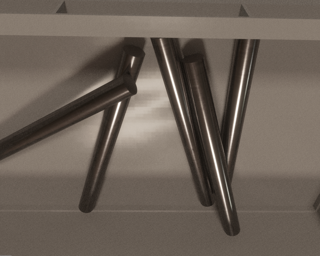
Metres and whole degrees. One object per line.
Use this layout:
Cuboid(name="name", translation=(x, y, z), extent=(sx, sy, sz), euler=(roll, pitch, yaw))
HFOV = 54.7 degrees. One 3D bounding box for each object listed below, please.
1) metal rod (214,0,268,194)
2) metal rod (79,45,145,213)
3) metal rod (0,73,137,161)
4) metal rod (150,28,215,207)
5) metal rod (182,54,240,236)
Cuboid(name="metal rod", translation=(0.096, -0.010, 0.401), extent=(0.025, 0.025, 0.298), euler=(-1, 130, 0))
Cuboid(name="metal rod", translation=(-0.076, 0.024, 0.428), extent=(0.025, 0.025, 0.298), euler=(14, 129, -12))
Cuboid(name="metal rod", translation=(-0.158, 0.006, 0.394), extent=(0.300, 0.025, 0.025), euler=(-23, 127, 24))
Cuboid(name="metal rod", translation=(0.040, 0.010, 0.418), extent=(0.025, 0.025, 0.299), euler=(-12, 130, 9))
Cuboid(name="metal rod", translation=(0.077, 0.043, 0.422), extent=(0.025, 0.025, 0.298), euler=(-12, 122, 10))
